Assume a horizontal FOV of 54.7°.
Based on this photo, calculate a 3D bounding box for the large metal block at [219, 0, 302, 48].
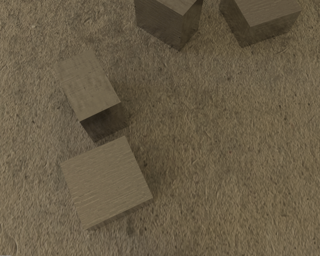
[{"bbox_3d":[0.145,-0.177,0.460,0.080,0.050,0.080,-20,71,-7],"label":"large metal block"}]

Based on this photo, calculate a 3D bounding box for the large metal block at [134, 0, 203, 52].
[{"bbox_3d":[0.011,-0.168,0.440,0.080,0.080,0.050,35,74,11],"label":"large metal block"}]

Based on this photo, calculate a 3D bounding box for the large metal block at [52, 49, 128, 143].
[{"bbox_3d":[-0.085,-0.037,0.392,0.050,0.080,0.080,-27,72,-9],"label":"large metal block"}]

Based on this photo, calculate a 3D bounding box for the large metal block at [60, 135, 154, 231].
[{"bbox_3d":[-0.061,0.067,0.370,0.080,0.050,0.080,-24,72,-8],"label":"large metal block"}]
